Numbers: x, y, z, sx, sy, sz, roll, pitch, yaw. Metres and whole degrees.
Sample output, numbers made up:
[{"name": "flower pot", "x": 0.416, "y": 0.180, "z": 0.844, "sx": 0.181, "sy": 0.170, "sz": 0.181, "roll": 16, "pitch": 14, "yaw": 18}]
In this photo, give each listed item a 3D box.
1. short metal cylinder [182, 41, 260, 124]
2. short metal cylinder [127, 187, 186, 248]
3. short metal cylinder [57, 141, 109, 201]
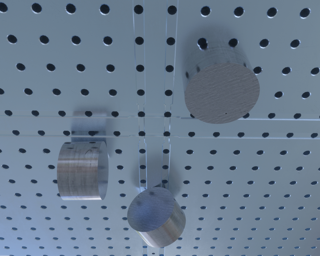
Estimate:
[{"name": "short metal cylinder", "x": 0.067, "y": -0.051, "z": 0.353, "sx": 0.081, "sy": 0.050, "sz": 0.079, "roll": 0, "pitch": 130, "yaw": 0}, {"name": "short metal cylinder", "x": -0.005, "y": 0.142, "z": 0.497, "sx": 0.080, "sy": 0.080, "sz": 0.050, "roll": -18, "pitch": 128, "yaw": 14}, {"name": "short metal cylinder", "x": -0.102, "y": 0.058, "z": 0.424, "sx": 0.050, "sy": 0.080, "sz": 0.079, "roll": -1, "pitch": 130, "yaw": 0}]
